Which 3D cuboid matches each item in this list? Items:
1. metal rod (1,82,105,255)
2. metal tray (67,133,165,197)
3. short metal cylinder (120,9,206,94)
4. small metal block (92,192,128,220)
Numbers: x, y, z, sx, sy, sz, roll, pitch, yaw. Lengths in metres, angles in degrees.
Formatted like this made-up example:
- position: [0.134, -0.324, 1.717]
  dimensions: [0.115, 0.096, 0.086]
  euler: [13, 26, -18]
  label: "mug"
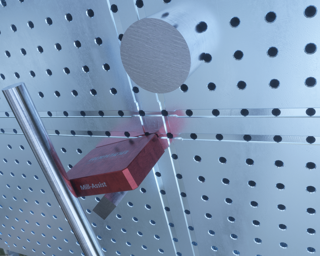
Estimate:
- position: [-0.127, 0.083, 0.409]
  dimensions: [0.025, 0.025, 0.298]
  euler: [-2, 118, 29]
  label: "metal rod"
- position: [-0.068, 0.054, 0.436]
  dimensions: [0.130, 0.090, 0.030]
  euler: [-14, 111, 33]
  label: "metal tray"
- position: [0.004, -0.084, 0.340]
  dimensions: [0.080, 0.050, 0.079]
  euler: [13, 124, 20]
  label: "short metal cylinder"
- position: [-0.077, 0.114, 0.504]
  dimensions: [0.025, 0.050, 0.050]
  euler: [39, 129, 1]
  label: "small metal block"
